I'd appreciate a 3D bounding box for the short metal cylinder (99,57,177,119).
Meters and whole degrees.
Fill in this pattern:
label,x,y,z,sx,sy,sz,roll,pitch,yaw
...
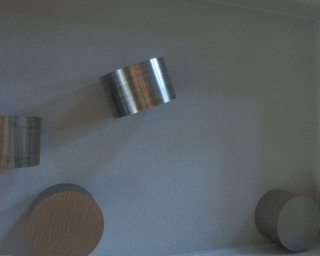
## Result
label,x,y,z,sx,sy,sz,roll,pitch,yaw
short metal cylinder,-0.026,-0.048,0.372,0.081,0.080,0.050,-21,98,-19

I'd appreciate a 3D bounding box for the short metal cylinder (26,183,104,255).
label,x,y,z,sx,sy,sz,roll,pitch,yaw
short metal cylinder,-0.109,0.108,0.358,0.081,0.050,0.079,0,90,-21

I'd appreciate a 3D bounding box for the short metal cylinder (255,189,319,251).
label,x,y,z,sx,sy,sz,roll,pitch,yaw
short metal cylinder,0.193,0.138,0.471,0.081,0.050,0.079,0,90,-21

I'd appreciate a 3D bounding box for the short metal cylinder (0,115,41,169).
label,x,y,z,sx,sy,sz,roll,pitch,yaw
short metal cylinder,-0.167,0.013,0.320,0.081,0.080,0.050,2,90,-20
